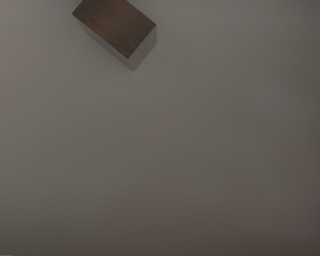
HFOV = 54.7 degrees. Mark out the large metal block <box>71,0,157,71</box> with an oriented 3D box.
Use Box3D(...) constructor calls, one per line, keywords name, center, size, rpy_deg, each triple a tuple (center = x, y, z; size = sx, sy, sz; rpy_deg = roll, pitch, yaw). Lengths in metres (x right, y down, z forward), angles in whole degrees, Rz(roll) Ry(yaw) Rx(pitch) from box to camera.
Box3D(name="large metal block", center=(-0.051, -0.121, 0.383), size=(0.080, 0.080, 0.050), rpy_deg=(39, 90, -1))
